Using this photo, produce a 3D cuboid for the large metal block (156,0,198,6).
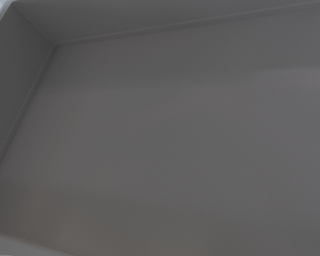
[{"bbox_3d":[0.035,-0.265,0.537,0.080,0.050,0.080,5,64,30],"label":"large metal block"}]
